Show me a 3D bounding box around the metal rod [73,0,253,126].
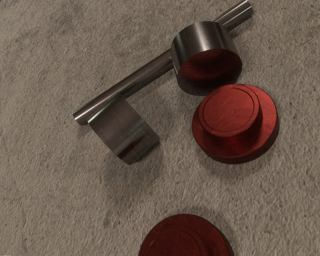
[{"bbox_3d":[0.000,-0.094,0.459,0.300,0.025,0.025,-32,52,6],"label":"metal rod"}]

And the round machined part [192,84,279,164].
[{"bbox_3d":[0.083,-0.011,0.356,0.098,0.042,0.098,-13,56,20],"label":"round machined part"}]

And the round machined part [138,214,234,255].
[{"bbox_3d":[0.020,0.132,0.301,0.098,0.042,0.098,-13,56,20],"label":"round machined part"}]

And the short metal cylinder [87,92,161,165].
[{"bbox_3d":[-0.045,0.001,0.390,0.050,0.080,0.080,-42,51,-1],"label":"short metal cylinder"}]

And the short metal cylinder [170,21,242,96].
[{"bbox_3d":[0.057,-0.085,0.390,0.080,0.080,0.050,-21,54,15],"label":"short metal cylinder"}]
